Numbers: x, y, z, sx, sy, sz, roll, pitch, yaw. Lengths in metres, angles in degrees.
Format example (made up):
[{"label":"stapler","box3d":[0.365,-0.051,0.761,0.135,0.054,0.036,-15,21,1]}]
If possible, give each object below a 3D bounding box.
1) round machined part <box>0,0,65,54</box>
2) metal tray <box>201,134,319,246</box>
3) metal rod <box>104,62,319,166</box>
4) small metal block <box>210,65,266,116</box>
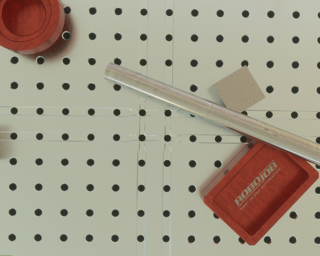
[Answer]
[{"label":"round machined part","box3d":[-0.173,-0.144,0.403,0.099,0.042,0.097,0,90,-1]},{"label":"metal tray","box3d":[0.131,0.077,0.412,0.090,0.030,0.130,44,90,-1]},{"label":"metal rod","box3d":[0.069,-0.019,0.393,0.301,0.025,0.025,23,90,7]},{"label":"small metal block","box3d":[0.103,-0.048,0.415,0.050,0.025,0.050,-31,90,0]}]
